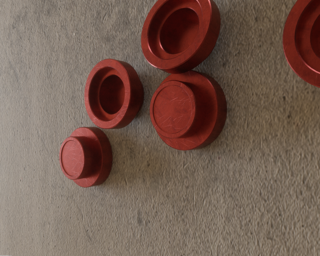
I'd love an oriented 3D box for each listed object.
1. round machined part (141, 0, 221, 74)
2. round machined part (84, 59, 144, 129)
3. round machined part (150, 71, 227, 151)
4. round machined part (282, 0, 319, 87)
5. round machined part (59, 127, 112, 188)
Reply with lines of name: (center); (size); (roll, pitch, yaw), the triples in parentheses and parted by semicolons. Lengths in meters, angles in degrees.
round machined part: (0.028, -0.110, 0.364); (0.098, 0.042, 0.098); (-9, 75, 38)
round machined part: (-0.062, -0.047, 0.445); (0.098, 0.042, 0.097); (0, 90, 40)
round machined part: (0.026, -0.021, 0.372); (0.098, 0.042, 0.097); (0, 90, 40)
round machined part: (0.160, -0.079, 0.261); (0.098, 0.042, 0.097); (0, 90, 40)
round machined part: (-0.125, 0.047, 0.497); (0.098, 0.042, 0.097); (0, 90, 40)
